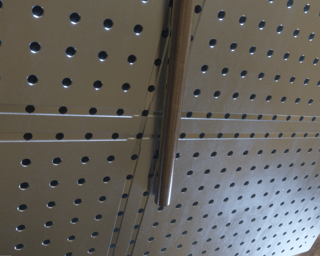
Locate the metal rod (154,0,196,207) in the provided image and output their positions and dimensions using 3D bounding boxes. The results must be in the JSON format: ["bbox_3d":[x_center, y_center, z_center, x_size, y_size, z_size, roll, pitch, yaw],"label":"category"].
[{"bbox_3d":[0.015,-0.014,0.412,0.025,0.025,0.298,-9,123,-24],"label":"metal rod"}]
